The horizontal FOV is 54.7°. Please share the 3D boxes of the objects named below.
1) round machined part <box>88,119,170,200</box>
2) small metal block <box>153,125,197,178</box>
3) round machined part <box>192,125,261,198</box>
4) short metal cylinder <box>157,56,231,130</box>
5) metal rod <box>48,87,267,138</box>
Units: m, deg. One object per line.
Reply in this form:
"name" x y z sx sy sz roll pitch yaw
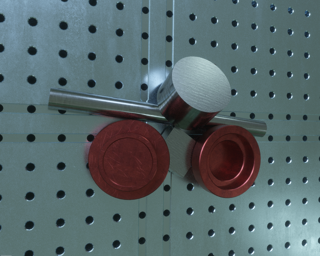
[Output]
"round machined part" -0.037 0.038 0.372 0.099 0.042 0.097 0 91 -2
"small metal block" 0.021 0.031 0.417 0.050 0.025 0.050 38 78 -16
"round machined part" 0.087 0.044 0.430 0.099 0.042 0.097 -1 93 -23
"short metal cylinder" 0.042 -0.044 0.395 0.081 0.050 0.080 10 61 -19
"metal rod" 0.012 -0.017 0.413 0.302 0.025 0.025 8 88 -20
